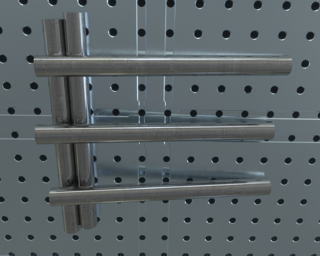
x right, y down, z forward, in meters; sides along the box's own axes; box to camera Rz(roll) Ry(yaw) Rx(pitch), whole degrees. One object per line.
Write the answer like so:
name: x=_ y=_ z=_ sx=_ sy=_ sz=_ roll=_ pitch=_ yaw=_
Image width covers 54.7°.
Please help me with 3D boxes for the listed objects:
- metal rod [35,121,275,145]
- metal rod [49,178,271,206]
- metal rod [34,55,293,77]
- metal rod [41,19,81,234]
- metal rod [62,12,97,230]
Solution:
metal rod: x=-0.001 y=0.006 z=0.399 sx=0.302 sy=0.025 sz=0.025 roll=-1 pitch=110 yaw=-7
metal rod: x=0.005 y=0.088 z=0.430 sx=0.302 sy=0.025 sz=0.025 roll=-1 pitch=110 yaw=-7
metal rod: x=0.009 y=-0.074 z=0.371 sx=0.302 sy=0.025 sz=0.025 roll=-1 pitch=110 yaw=-7
metal rod: x=-0.129 y=0.012 z=0.415 sx=0.025 sy=0.025 sz=0.298 roll=1 pitch=110 yaw=-1
metal rod: x=-0.104 y=0.005 z=0.413 sx=0.025 sy=0.025 sz=0.298 roll=1 pitch=110 yaw=-1
